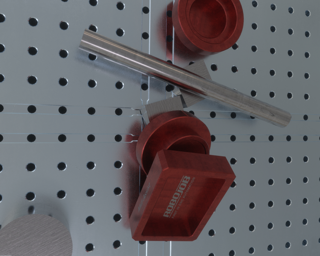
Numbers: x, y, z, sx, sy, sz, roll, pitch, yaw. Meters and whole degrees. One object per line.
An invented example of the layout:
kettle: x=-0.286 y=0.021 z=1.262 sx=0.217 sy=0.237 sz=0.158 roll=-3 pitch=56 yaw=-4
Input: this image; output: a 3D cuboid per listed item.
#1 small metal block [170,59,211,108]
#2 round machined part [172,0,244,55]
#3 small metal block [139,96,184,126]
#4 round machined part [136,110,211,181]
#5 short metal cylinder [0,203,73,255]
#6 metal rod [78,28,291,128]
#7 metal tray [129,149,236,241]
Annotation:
small metal block: x=0.043 y=-0.061 z=0.428 sx=0.050 sy=0.025 sz=0.050 roll=-27 pitch=99 yaw=-18
round machined part: x=0.062 y=-0.149 z=0.426 sx=0.099 sy=0.042 sz=0.097 roll=0 pitch=90 yaw=-20
small metal block: x=0.006 y=-0.012 z=0.415 sx=0.050 sy=0.025 sz=0.050 roll=-17 pitch=96 yaw=-19
round machined part: x=0.023 y=0.030 z=0.392 sx=0.099 sy=0.042 sz=0.097 roll=-12 pitch=120 yaw=-20
short metal cylinder: x=-0.142 y=0.130 z=0.347 sx=0.081 sy=0.050 sz=0.080 roll=0 pitch=90 yaw=-20
metal rod: x=0.046 y=-0.057 z=0.402 sx=0.302 sy=0.025 sz=0.025 roll=18 pitch=84 yaw=-19
metal tray: x=0.023 y=0.088 z=0.379 sx=0.091 sy=0.030 sz=0.129 roll=8 pitch=125 yaw=-20
